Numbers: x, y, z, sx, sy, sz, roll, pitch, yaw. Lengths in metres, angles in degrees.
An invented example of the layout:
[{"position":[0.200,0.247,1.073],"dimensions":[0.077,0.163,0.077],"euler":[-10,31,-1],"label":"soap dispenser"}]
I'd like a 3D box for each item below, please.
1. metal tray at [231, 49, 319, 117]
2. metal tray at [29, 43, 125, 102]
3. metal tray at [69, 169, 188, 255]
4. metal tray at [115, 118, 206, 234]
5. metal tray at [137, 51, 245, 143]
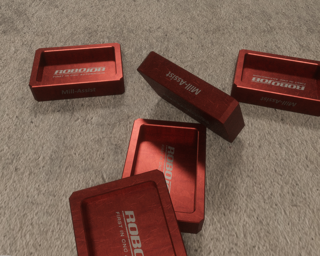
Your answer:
[{"position":[0.177,-0.070,0.460],"dimensions":[0.131,0.030,0.090],"euler":[12,51,9],"label":"metal tray"},{"position":[-0.122,-0.087,0.471],"dimensions":[0.131,0.030,0.090],"euler":[-6,50,-5],"label":"metal tray"},{"position":[-0.024,0.112,0.278],"dimensions":[0.091,0.030,0.130],"euler":[-15,67,-5],"label":"metal tray"},{"position":[0.006,0.049,0.358],"dimensions":[0.091,0.030,0.130],"euler":[5,50,4],"label":"metal tray"},{"position":[0.041,-0.038,0.391],"dimensions":[0.130,0.090,0.030],"euler":[36,87,26],"label":"metal tray"}]
